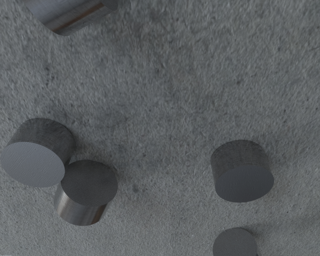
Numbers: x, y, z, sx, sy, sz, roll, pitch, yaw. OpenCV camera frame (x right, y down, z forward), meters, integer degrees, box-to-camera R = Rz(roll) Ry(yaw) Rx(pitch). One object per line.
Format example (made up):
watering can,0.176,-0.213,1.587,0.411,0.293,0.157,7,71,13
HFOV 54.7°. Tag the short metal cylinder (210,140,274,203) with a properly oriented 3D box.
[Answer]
short metal cylinder,0.116,0.063,0.446,0.081,0.050,0.079,0,130,0

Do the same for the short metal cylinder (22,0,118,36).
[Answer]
short metal cylinder,-0.079,-0.126,0.262,0.050,0.080,0.080,-22,127,17

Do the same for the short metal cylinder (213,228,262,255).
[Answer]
short metal cylinder,0.144,0.235,0.573,0.080,0.080,0.050,-18,128,14

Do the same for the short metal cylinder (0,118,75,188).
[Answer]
short metal cylinder,-0.160,0.034,0.413,0.080,0.050,0.079,1,127,2

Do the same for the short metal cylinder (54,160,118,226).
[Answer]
short metal cylinder,-0.108,0.093,0.449,0.081,0.080,0.050,18,128,-15
